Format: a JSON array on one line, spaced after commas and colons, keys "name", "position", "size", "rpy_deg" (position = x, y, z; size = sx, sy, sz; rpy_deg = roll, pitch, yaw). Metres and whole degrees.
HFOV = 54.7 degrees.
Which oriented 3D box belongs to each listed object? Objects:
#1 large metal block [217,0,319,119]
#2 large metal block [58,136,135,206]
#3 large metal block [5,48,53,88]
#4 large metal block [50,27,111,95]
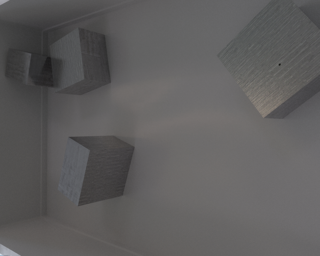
[{"name": "large metal block", "position": [0.116, -0.065, 0.295], "size": [0.080, 0.050, 0.080], "rpy_deg": [-44, 64, 31]}, {"name": "large metal block", "position": [-0.091, 0.058, 0.446], "size": [0.050, 0.081, 0.079], "rpy_deg": [24, 105, 37]}, {"name": "large metal block", "position": [-0.211, -0.104, 0.545], "size": [0.080, 0.081, 0.050], "rpy_deg": [20, 103, 38]}, {"name": "large metal block", "position": [-0.129, -0.103, 0.498], "size": [0.080, 0.050, 0.080], "rpy_deg": [-13, 82, 39]}]
